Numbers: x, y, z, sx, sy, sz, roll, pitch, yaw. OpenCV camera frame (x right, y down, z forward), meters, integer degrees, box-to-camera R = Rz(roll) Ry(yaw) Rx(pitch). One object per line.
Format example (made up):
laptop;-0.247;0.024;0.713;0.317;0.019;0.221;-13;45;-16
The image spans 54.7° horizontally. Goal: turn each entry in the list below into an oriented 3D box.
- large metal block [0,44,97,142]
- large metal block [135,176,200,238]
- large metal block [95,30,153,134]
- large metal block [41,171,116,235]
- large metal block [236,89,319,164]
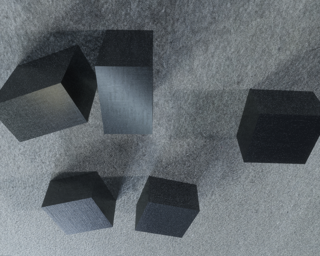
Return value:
large metal block;-0.120;-0.039;0.336;0.080;0.080;0.050;-16;129;12
large metal block;0.010;0.129;0.501;0.081;0.050;0.079;13;129;-11
large metal block;-0.033;-0.050;0.328;0.050;0.080;0.079;0;130;-1
large metal block;-0.125;0.121;0.492;0.080;0.050;0.080;-13;129;10
large metal block;0.150;-0.001;0.393;0.081;0.050;0.079;2;130;-2
